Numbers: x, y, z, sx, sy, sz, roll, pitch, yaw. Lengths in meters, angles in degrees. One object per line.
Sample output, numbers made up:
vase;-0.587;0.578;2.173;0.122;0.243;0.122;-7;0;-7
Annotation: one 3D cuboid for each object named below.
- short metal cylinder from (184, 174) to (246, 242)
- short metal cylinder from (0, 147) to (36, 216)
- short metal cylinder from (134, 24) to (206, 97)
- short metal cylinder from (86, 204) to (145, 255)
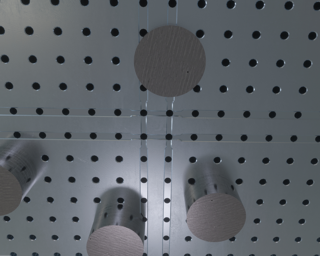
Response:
short metal cylinder;0.076;0.114;0.443;0.081;0.050;0.079;0;110;0
short metal cylinder;-0.220;0.072;0.425;0.081;0.050;0.079;0;110;0
short metal cylinder;0.011;-0.082;0.370;0.081;0.050;0.079;0;110;0
short metal cylinder;-0.063;0.161;0.459;0.081;0.050;0.079;0;110;0
